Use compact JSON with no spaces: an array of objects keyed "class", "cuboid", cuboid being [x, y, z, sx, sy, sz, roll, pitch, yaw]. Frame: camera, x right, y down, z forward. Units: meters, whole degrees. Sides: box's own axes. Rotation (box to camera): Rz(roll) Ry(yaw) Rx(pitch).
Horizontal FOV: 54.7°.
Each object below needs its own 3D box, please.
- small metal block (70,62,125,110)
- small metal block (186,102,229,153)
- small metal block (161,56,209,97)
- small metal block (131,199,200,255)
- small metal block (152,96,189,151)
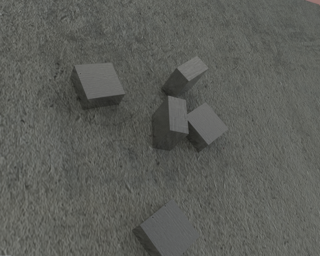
[{"class":"small metal block","cuboid":[-0.079,-0.054,0.394,0.050,0.025,0.050,-13,68,-33]},{"class":"small metal block","cuboid":[0.060,-0.002,0.437,0.050,0.025,0.050,-33,80,-38]},{"class":"small metal block","cuboid":[0.036,-0.072,0.451,0.025,0.050,0.050,49,51,6]},{"class":"small metal block","cuboid":[0.007,0.115,0.337,0.050,0.025,0.050,-31,79,-38]},{"class":"small metal block","cuboid":[0.012,-0.005,0.397,0.025,0.050,0.050,12,57,-22]}]
